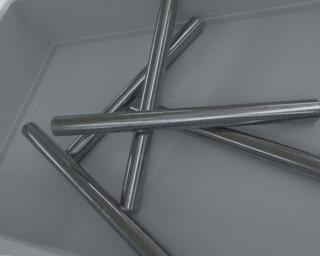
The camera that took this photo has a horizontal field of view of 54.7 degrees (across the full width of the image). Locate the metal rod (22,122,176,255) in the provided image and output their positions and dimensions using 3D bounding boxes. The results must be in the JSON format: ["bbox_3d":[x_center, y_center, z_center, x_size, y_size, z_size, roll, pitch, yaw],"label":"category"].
[{"bbox_3d":[-0.094,0.068,0.383,0.300,0.025,0.025,33,80,35],"label":"metal rod"}]

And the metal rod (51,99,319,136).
[{"bbox_3d":[0.019,-0.011,0.358,0.301,0.025,0.025,-3,59,10],"label":"metal rod"}]

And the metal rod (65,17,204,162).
[{"bbox_3d":[-0.043,-0.051,0.459,0.300,0.025,0.025,-47,51,-5],"label":"metal rod"}]

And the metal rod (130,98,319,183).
[{"bbox_3d":[0.081,0.012,0.355,0.300,0.025,0.025,20,73,35],"label":"metal rod"}]

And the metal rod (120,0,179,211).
[{"bbox_3d":[-0.011,-0.047,0.401,0.025,0.025,0.299,3,75,29],"label":"metal rod"}]
